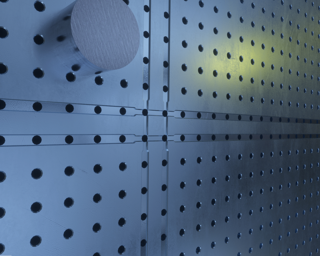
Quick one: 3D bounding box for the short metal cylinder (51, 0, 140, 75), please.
[{"bbox_3d":[-0.069,-0.100,0.336,0.081,0.050,0.079,0,90,-40],"label":"short metal cylinder"}]
